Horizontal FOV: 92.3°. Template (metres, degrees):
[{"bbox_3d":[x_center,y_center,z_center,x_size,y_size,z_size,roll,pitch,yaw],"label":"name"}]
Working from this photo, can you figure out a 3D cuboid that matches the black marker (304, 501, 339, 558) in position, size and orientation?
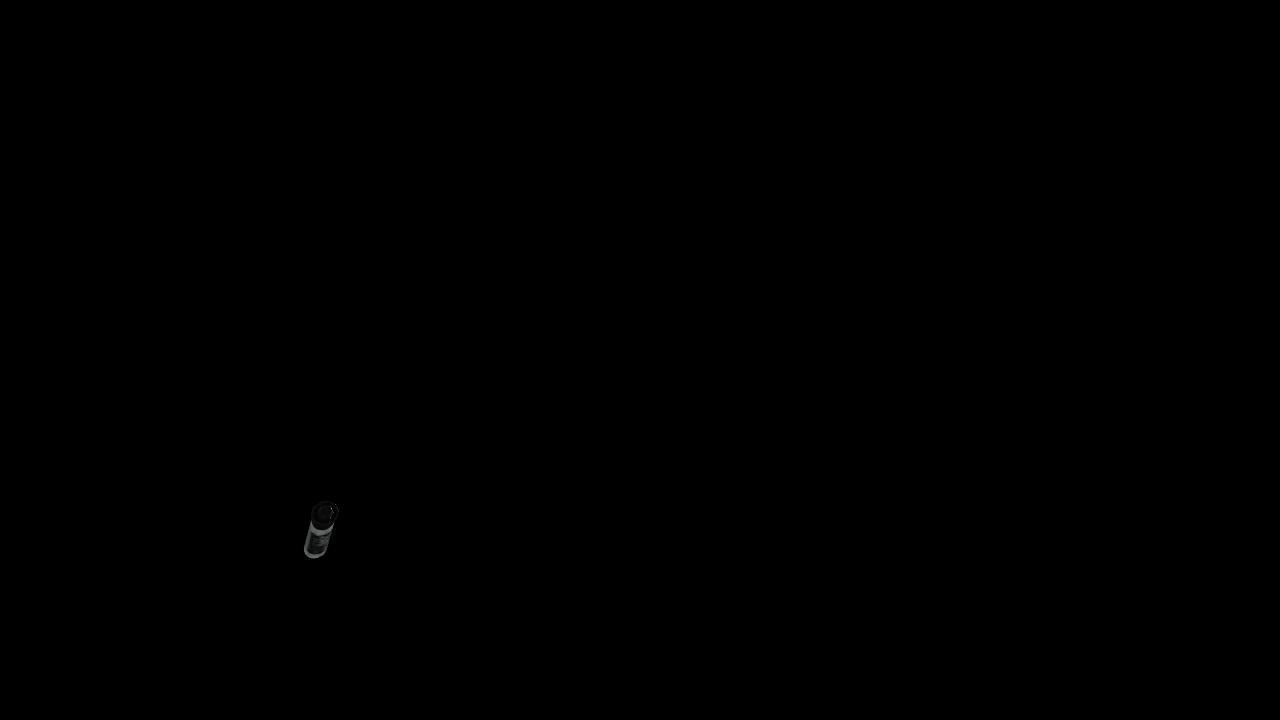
[{"bbox_3d":[-0.266,0.142,0.511,0.020,0.020,0.121,0,-28,-31],"label":"black marker"}]
